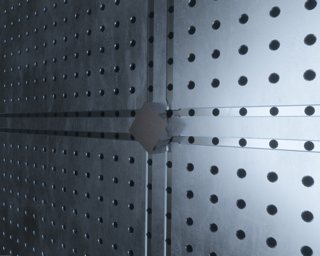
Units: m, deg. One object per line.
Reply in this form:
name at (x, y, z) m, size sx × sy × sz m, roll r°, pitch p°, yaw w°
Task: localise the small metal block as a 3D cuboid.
small metal block at (-0.009, 0.000, 0.418) m, size 0.050 × 0.025 × 0.050 m, roll 46°, pitch 118°, yaw 30°
